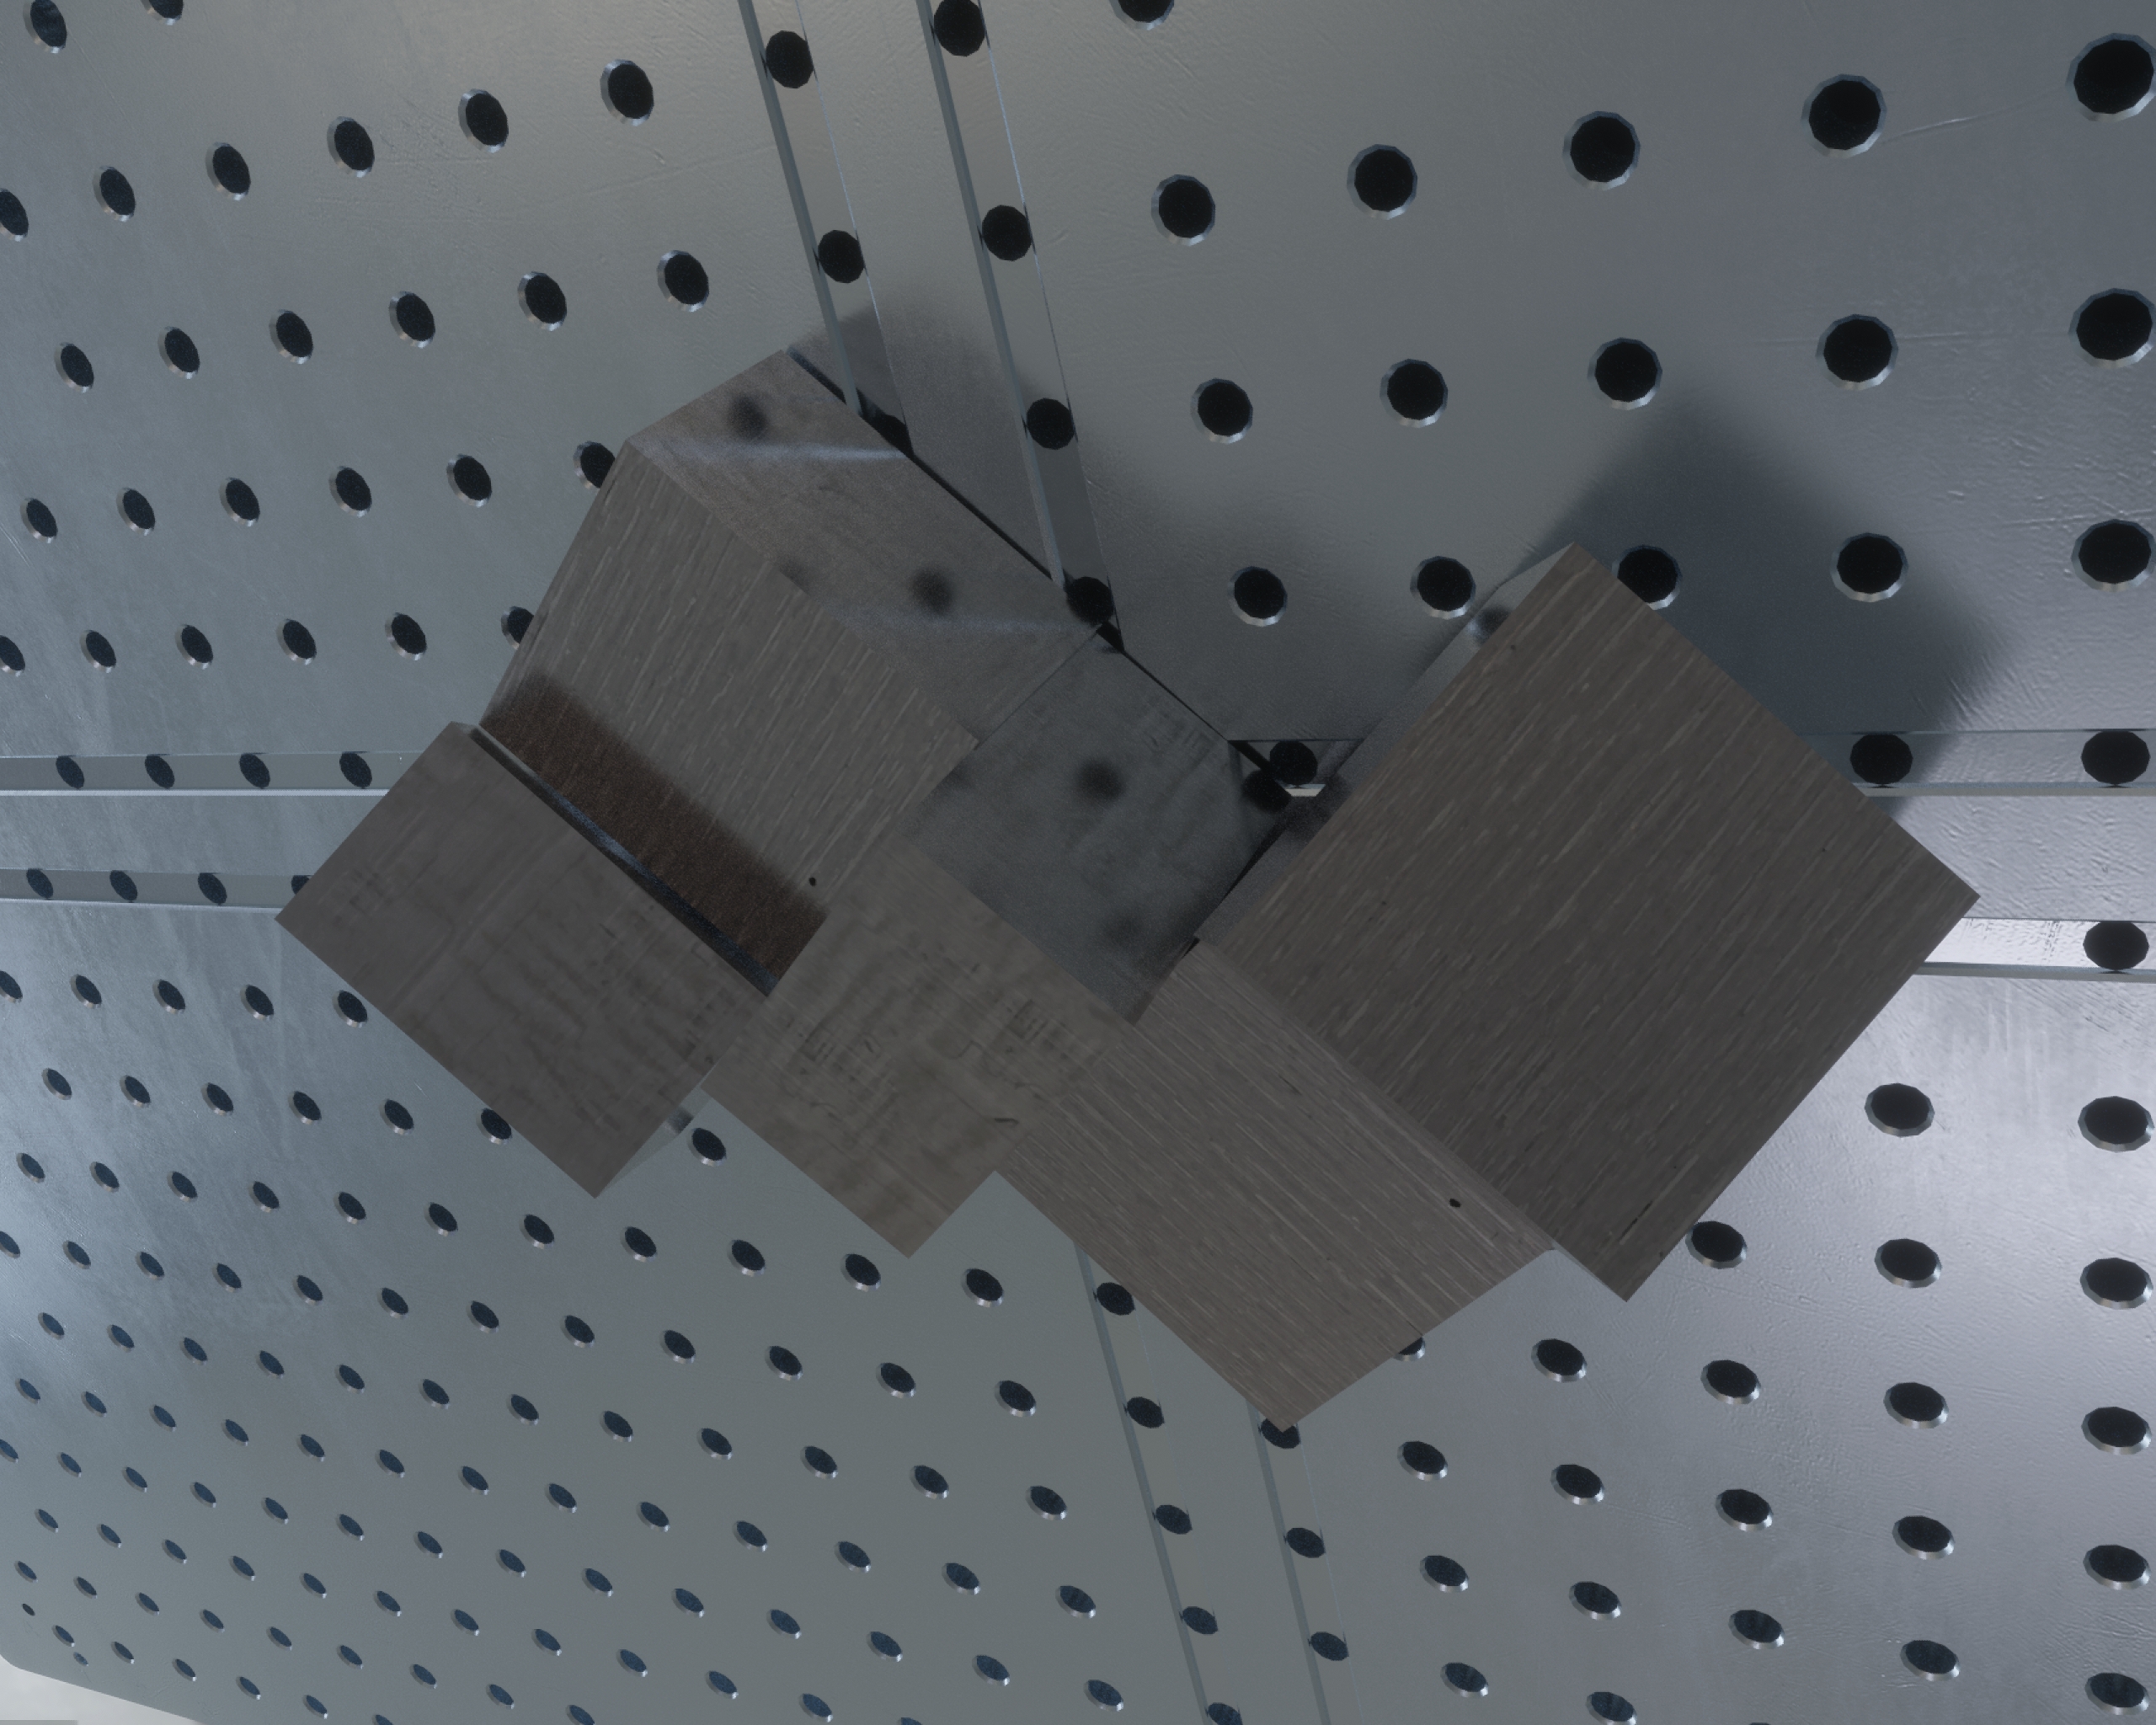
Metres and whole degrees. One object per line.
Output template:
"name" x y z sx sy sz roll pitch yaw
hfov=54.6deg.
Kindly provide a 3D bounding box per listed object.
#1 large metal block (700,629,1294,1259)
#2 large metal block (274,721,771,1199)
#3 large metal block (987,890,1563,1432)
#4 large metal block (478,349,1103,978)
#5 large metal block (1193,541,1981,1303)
"large metal block" -0.014 0.014 0.392 0.050 0.080 0.080 40 129 -1
"large metal block" -0.104 0.018 0.433 0.080 0.080 0.050 41 91 -1
"large metal block" 0.042 0.050 0.404 0.080 0.050 0.080 43 129 1
"large metal block" -0.056 -0.036 0.403 0.080 0.050 0.080 41 131 -1
"large metal block" 0.077 0.009 0.333 0.080 0.050 0.080 41 89 -1
